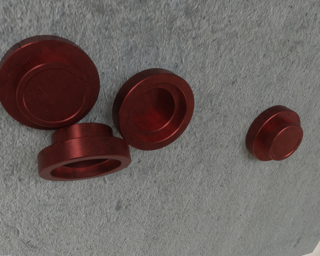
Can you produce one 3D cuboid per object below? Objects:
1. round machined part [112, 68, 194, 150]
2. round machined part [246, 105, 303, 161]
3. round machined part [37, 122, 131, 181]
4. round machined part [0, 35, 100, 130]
[{"bbox_3d":[-0.011,-0.025,0.371,0.099,0.042,0.097,-15,123,-24],"label":"round machined part"},{"bbox_3d":[0.195,0.015,0.511,0.099,0.042,0.097,-14,124,-21],"label":"round machined part"},{"bbox_3d":[-0.084,0.026,0.345,0.099,0.042,0.098,-11,161,-4],"label":"round machined part"},{"bbox_3d":[-0.109,-0.040,0.312,0.099,0.042,0.097,-14,124,-21],"label":"round machined part"}]
